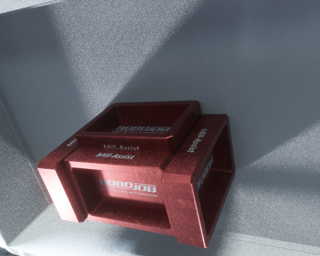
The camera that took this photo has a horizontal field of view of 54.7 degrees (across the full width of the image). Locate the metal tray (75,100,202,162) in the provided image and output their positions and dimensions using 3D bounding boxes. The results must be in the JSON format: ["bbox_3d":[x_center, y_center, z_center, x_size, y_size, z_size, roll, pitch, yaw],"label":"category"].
[{"bbox_3d":[-0.024,0.000,0.376,0.130,0.090,0.030,1,119,28],"label":"metal tray"}]

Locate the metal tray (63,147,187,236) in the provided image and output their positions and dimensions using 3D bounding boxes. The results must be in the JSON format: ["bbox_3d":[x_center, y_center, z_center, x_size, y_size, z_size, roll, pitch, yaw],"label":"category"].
[{"bbox_3d":[-0.039,0.069,0.350,0.130,0.030,0.089,1,119,27],"label":"metal tray"}]

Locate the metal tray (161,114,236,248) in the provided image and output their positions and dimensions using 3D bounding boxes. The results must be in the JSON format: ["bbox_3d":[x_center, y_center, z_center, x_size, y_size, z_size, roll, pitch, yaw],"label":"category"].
[{"bbox_3d":[0.050,0.051,0.343,0.030,0.131,0.089,1,119,28],"label":"metal tray"}]

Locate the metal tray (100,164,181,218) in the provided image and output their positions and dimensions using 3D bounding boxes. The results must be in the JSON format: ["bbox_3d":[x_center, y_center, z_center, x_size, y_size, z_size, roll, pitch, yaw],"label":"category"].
[{"bbox_3d":[-0.005,0.079,0.414,0.130,0.090,0.030,0,118,28],"label":"metal tray"}]

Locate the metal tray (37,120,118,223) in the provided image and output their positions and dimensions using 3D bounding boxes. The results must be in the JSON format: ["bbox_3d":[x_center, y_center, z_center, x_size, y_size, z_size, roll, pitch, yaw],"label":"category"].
[{"bbox_3d":[-0.093,0.050,0.419,0.030,0.131,0.089,1,119,28],"label":"metal tray"}]
